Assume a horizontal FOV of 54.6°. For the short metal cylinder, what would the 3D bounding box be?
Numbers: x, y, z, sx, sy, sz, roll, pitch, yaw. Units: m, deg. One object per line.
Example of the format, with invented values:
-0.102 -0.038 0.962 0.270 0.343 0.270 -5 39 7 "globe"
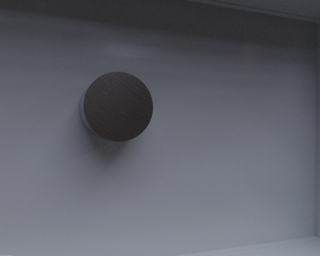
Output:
-0.055 -0.024 0.377 0.081 0.050 0.080 0 90 -20 "short metal cylinder"
